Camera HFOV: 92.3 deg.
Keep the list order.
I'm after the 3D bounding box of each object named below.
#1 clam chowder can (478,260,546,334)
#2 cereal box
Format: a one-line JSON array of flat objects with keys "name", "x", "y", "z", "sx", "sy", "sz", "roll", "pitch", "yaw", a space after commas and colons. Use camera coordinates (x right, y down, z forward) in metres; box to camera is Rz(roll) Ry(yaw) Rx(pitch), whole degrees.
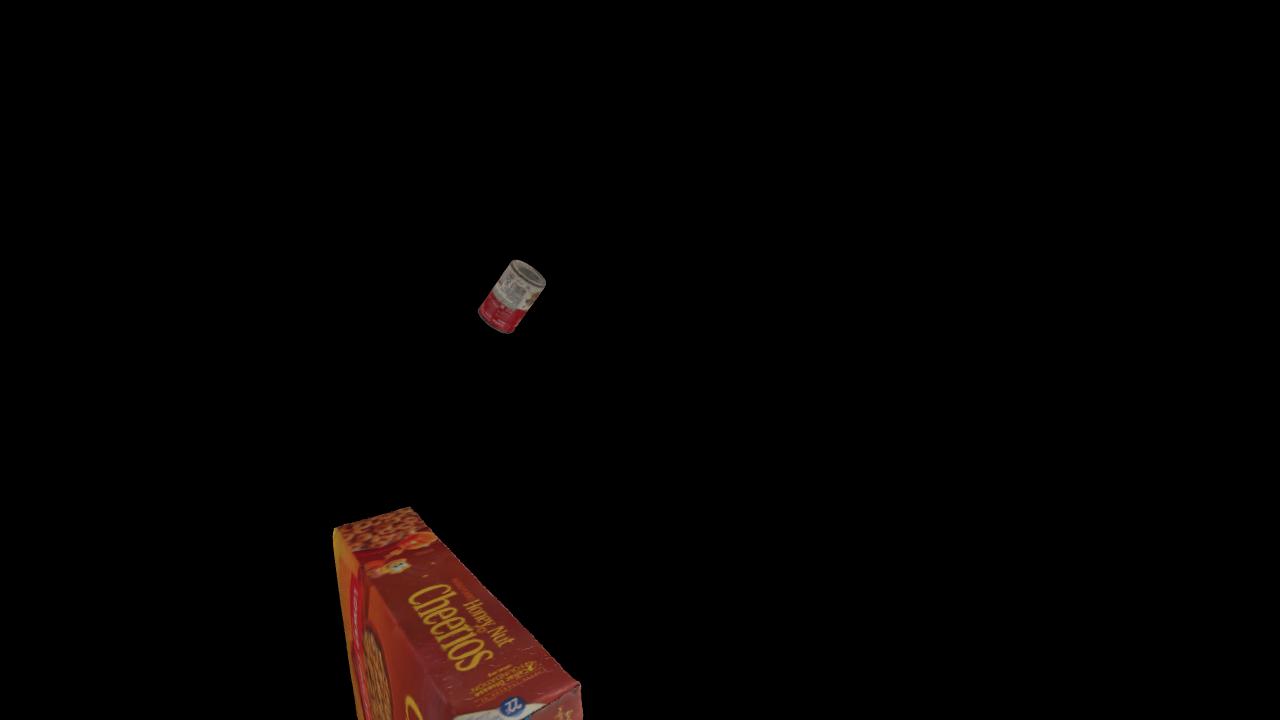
[{"name": "clam chowder can", "x": -0.206, "y": -0.102, "z": 0.992, "sx": 0.068, "sy": 0.102, "sz": 0.068, "roll": 34, "pitch": 20, "yaw": -14}, {"name": "cereal box", "x": -0.149, "y": 0.262, "z": 0.465, "sx": 0.081, "sy": 0.203, "sz": 0.306, "roll": -10, "pitch": 16, "yaw": -36}]
